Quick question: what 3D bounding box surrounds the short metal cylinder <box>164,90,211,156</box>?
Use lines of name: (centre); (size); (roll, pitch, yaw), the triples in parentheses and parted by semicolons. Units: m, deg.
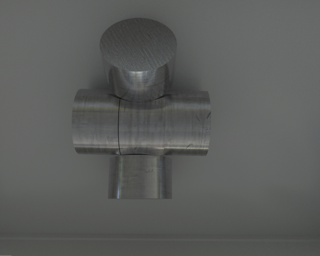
short metal cylinder: (0.031, -0.006, 0.378); (0.050, 0.080, 0.079); (1, 110, 0)

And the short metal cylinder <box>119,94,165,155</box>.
short metal cylinder: (-0.020, -0.006, 0.377); (0.050, 0.080, 0.079); (1, 110, 0)

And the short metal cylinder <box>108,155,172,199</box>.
short metal cylinder: (-0.025, 0.065, 0.396); (0.081, 0.080, 0.050); (0, 76, 0)

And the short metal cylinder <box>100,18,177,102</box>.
short metal cylinder: (-0.023, -0.076, 0.344); (0.081, 0.080, 0.050); (2, 148, -1)

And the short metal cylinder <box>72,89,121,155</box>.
short metal cylinder: (-0.071, -0.007, 0.377); (0.050, 0.080, 0.079); (1, 110, 0)
